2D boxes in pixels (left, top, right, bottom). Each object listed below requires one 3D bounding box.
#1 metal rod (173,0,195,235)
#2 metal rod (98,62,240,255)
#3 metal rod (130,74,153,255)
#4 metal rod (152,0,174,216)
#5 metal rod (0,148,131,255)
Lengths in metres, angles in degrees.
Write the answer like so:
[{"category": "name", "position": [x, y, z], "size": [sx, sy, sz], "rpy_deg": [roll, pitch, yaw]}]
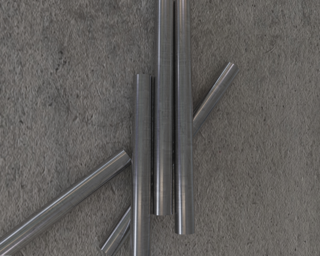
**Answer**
[{"category": "metal rod", "position": [0.030, -0.021, 0.398], "size": [0.025, 0.025, 0.298], "rpy_deg": [3, 81, -20]}, {"category": "metal rod", "position": [0.019, 0.033, 0.415], "size": [0.025, 0.025, 0.300], "rpy_deg": [39, 78, -16]}, {"category": "metal rod", "position": [-0.023, 0.082, 0.375], "size": [0.025, 0.025, 0.298], "rpy_deg": [3, 81, -20]}, {"category": "metal rod", "position": [0.004, -0.044, 0.394], "size": [0.025, 0.025, 0.298], "rpy_deg": [3, 83, -20]}, {"category": "metal rod", "position": [-0.158, 0.122, 0.350], "size": [0.301, 0.025, 0.025], "rpy_deg": [-37, 102, -16]}]
